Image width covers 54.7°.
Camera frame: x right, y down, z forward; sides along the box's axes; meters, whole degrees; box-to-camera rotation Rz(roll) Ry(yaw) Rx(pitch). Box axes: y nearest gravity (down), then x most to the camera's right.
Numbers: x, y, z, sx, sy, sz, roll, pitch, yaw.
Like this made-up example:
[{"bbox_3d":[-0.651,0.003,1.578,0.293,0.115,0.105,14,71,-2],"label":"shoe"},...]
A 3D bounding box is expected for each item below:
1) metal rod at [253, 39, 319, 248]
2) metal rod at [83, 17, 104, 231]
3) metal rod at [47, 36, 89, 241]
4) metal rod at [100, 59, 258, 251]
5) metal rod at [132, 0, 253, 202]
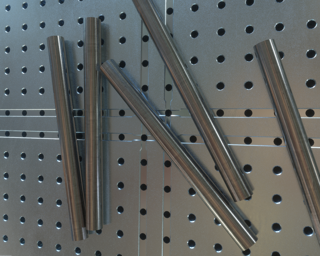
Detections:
[{"bbox_3d":[0.165,0.042,0.354,0.025,0.025,0.298,-18,84,19],"label":"metal rod"},{"bbox_3d":[-0.096,-0.006,0.444,0.025,0.025,0.298,-1,90,19],"label":"metal rod"},{"bbox_3d":[-0.137,0.013,0.459,0.025,0.025,0.298,-9,87,19],"label":"metal rod"},{"bbox_3d":[0.017,0.026,0.405,0.025,0.025,0.300,-42,77,15],"label":"metal rod"},{"bbox_3d":[0.037,-0.048,0.398,0.025,0.025,0.299,-29,81,17],"label":"metal rod"}]
